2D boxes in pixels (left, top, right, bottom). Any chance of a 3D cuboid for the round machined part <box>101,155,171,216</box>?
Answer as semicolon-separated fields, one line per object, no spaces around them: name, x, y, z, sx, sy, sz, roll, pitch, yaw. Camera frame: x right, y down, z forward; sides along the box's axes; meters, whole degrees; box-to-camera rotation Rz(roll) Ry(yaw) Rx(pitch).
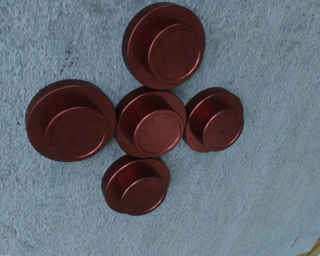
round machined part;-0.029;0.084;0.435;0.099;0.042;0.097;-14;125;-21

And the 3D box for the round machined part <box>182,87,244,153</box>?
round machined part;0.079;-0.005;0.439;0.099;0.042;0.097;-14;125;-21

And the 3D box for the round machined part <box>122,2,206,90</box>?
round machined part;0.010;-0.088;0.350;0.099;0.042;0.097;-14;125;-21

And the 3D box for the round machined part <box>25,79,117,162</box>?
round machined part;-0.095;-0.001;0.345;0.099;0.042;0.097;-14;125;-21

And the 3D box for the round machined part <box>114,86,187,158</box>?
round machined part;-0.009;-0.002;0.393;0.099;0.042;0.097;-14;125;-21
